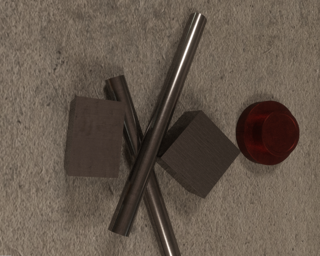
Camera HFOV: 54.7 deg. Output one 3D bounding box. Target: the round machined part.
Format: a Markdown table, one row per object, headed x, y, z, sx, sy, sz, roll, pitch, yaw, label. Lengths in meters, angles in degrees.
| x | y | z | sx | sy | sz | roll | pitch | yaw | label |
| --- | --- | --- | --- | --- | --- | --- | --- | --- | --- |
| 0.167 | 0.008 | 0.464 | 0.099 | 0.042 | 0.097 | 0 | 90 | -21 | round machined part |

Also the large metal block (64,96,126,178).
| x | y | z | sx | sy | sz | roll | pitch | yaw | label |
| --- | --- | --- | --- | --- | --- | --- | --- | --- | --- |
| -0.077 | 0.010 | 0.352 | 0.050 | 0.080 | 0.080 | 6 | 88 | -20 | large metal block |

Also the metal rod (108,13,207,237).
| x | y | z | sx | sy | sz | roll | pitch | yaw | label |
| --- | --- | --- | --- | --- | --- | --- | --- | --- | --- |
| 0.003 | -0.016 | 0.390 | 0.025 | 0.025 | 0.299 | 26 | 74 | -19 | metal rod |

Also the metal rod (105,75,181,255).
| x | y | z | sx | sy | sz | roll | pitch | yaw | label |
| --- | --- | --- | --- | --- | --- | --- | --- | --- | --- |
| -0.013 | 0.079 | 0.405 | 0.025 | 0.025 | 0.298 | -19 | 97 | -19 | metal rod |

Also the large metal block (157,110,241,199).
| x | y | z | sx | sy | sz | roll | pitch | yaw | label |
| --- | --- | --- | --- | --- | --- | --- | --- | --- | --- |
| 0.046 | 0.033 | 0.414 | 0.080 | 0.050 | 0.080 | 45 | 76 | -15 | large metal block |
